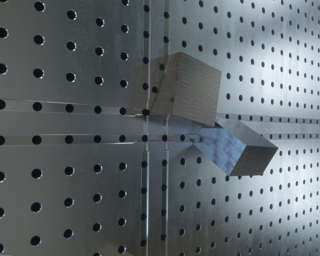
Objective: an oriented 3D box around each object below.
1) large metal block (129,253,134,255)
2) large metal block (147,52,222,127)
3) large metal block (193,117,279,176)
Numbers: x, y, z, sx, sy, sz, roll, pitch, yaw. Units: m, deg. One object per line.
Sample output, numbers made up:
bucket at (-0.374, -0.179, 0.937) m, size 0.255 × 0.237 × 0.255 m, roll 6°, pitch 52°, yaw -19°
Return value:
large metal block at (-0.030, 0.216, 0.370) m, size 0.080 × 0.050 × 0.080 m, roll -43°, pitch 116°, yaw -32°
large metal block at (0.035, -0.048, 0.424) m, size 0.081 × 0.050 × 0.080 m, roll 15°, pitch 81°, yaw -39°
large metal block at (0.112, 0.027, 0.461) m, size 0.081 × 0.080 × 0.050 m, roll 6°, pitch 116°, yaw -40°
